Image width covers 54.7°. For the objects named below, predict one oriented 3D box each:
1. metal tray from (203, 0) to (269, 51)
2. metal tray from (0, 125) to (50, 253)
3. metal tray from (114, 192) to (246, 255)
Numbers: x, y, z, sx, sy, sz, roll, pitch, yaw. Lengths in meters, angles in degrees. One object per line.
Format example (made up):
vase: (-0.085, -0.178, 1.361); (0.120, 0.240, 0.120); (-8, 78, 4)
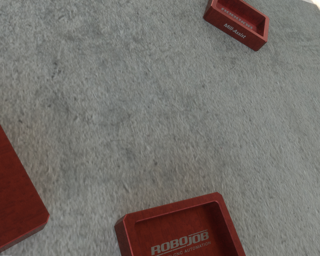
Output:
metal tray: (0.156, -0.220, 0.621); (0.131, 0.030, 0.090); (27, 52, -11)
metal tray: (-0.172, 0.052, 0.277); (0.091, 0.030, 0.130); (-25, 75, -37)
metal tray: (0.025, 0.128, 0.337); (0.131, 0.030, 0.090); (-5, 64, -31)
